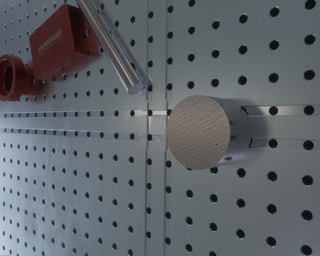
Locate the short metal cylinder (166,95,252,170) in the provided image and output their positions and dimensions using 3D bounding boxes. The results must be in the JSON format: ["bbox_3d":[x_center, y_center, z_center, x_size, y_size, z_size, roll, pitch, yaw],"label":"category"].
[{"bbox_3d":[0.054,0.005,0.348,0.080,0.050,0.080,0,90,40],"label":"short metal cylinder"}]

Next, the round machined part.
[{"bbox_3d":[-0.306,-0.103,0.651,0.098,0.042,0.097,0,90,40],"label":"round machined part"}]

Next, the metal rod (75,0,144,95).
[{"bbox_3d":[-0.104,-0.174,0.495,0.025,0.025,0.299,-45,63,31],"label":"metal rod"}]

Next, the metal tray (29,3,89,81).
[{"bbox_3d":[-0.186,-0.151,0.560,0.130,0.030,0.090,-21,77,38],"label":"metal tray"}]
